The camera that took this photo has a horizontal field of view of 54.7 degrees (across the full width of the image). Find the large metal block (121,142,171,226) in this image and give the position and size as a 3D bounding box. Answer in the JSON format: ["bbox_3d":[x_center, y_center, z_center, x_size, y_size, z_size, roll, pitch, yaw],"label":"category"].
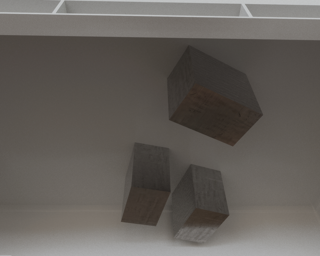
[{"bbox_3d":[-0.021,0.080,0.441,0.050,0.080,0.079,10,129,-9],"label":"large metal block"}]

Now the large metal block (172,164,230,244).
[{"bbox_3d":[0.058,0.115,0.472,0.050,0.080,0.079,16,128,-13],"label":"large metal block"}]

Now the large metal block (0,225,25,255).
[{"bbox_3d":[-0.304,0.214,0.557,0.080,0.050,0.080,-32,143,24],"label":"large metal block"}]

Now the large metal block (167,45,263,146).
[{"bbox_3d":[0.056,-0.036,0.343,0.080,0.080,0.050,22,127,-18],"label":"large metal block"}]
